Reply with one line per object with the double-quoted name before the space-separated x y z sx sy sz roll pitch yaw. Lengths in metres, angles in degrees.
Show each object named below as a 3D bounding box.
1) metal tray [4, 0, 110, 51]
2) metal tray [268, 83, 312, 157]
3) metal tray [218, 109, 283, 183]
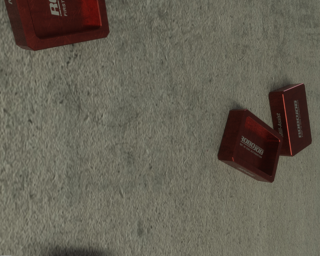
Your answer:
"metal tray" -0.102 -0.147 0.294 0.091 0.030 0.129 -25 120 -37
"metal tray" 0.264 -0.018 0.622 0.091 0.030 0.129 -21 103 -38
"metal tray" 0.160 0.033 0.534 0.131 0.030 0.090 29 72 -36
